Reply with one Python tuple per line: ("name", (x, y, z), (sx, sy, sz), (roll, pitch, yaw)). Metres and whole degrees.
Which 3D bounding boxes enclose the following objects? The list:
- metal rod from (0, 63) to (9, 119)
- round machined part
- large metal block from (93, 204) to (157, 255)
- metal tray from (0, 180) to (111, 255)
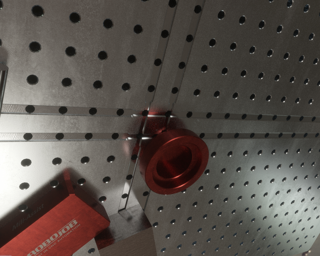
("metal rod", (-0.206, 0.071, 0.343), (0.025, 0.025, 0.298), (7, 115, -32))
("round machined part", (0.016, 0.043, 0.437), (0.099, 0.042, 0.097), (-14, 125, -21))
("large metal block", (-0.054, 0.175, 0.475), (0.081, 0.050, 0.079), (-19, 126, -18))
("metal tray", (-0.145, 0.139, 0.416), (0.130, 0.030, 0.090), (-38, 130, -3))
